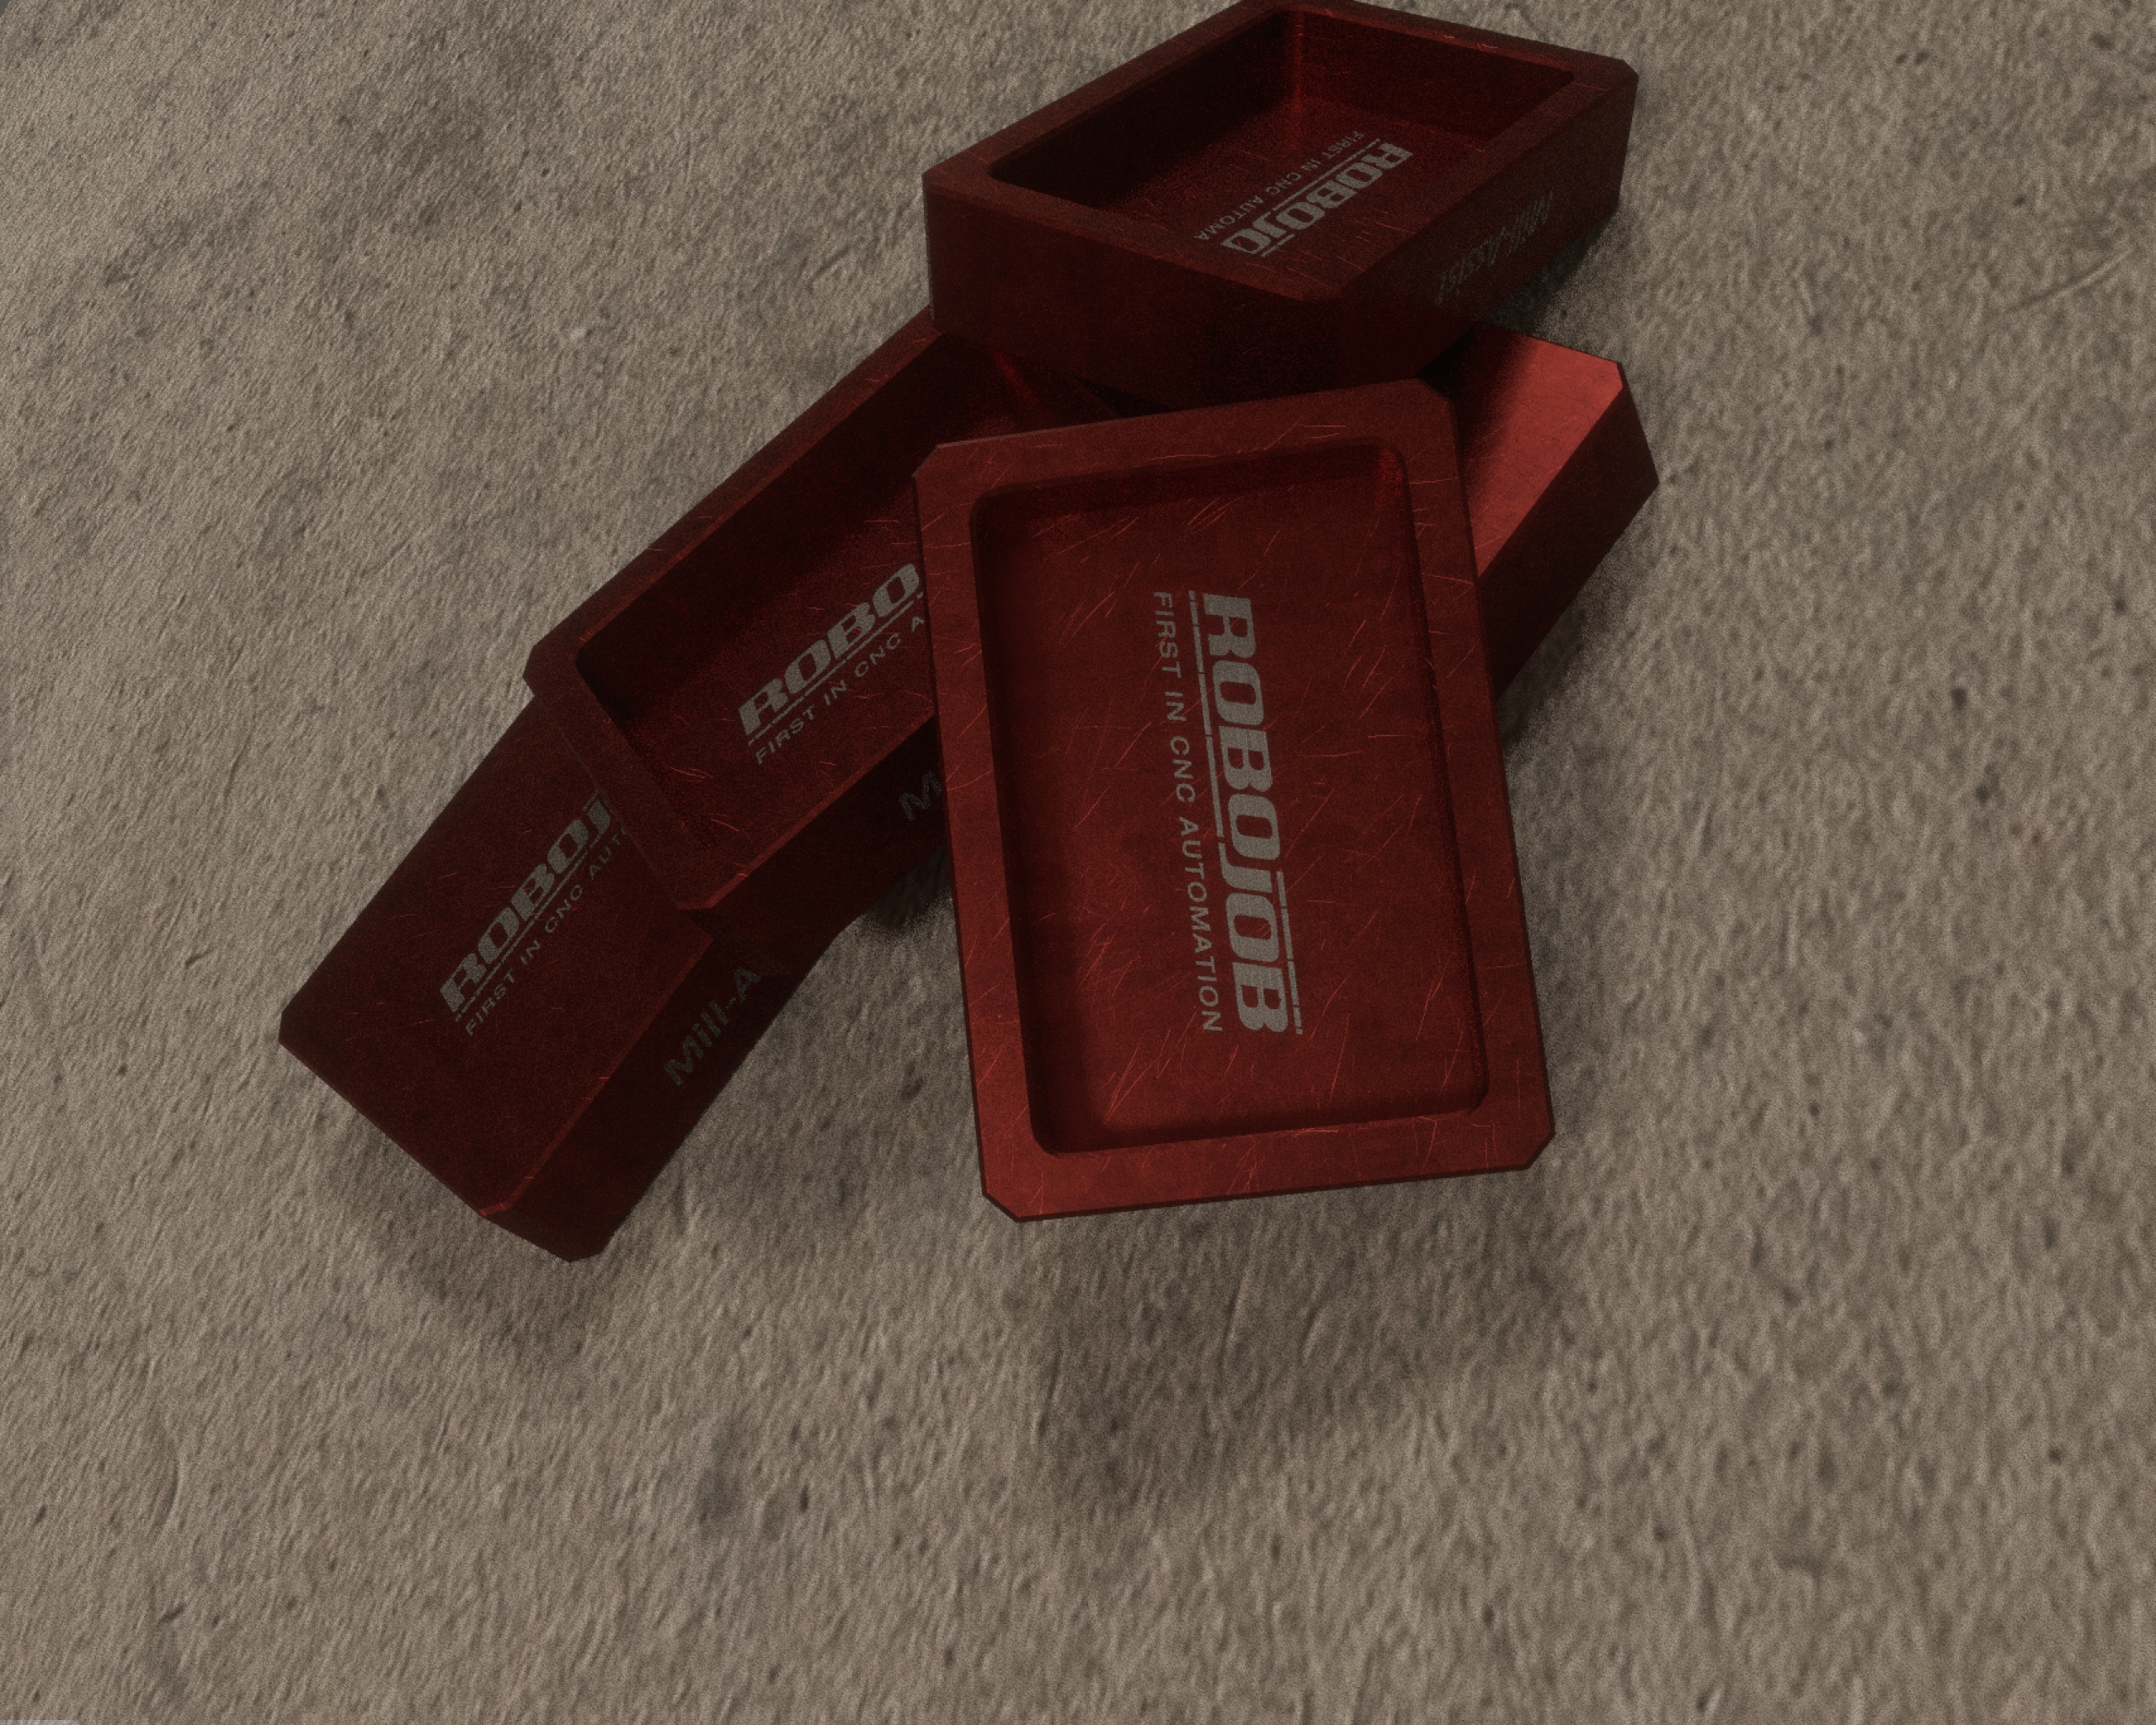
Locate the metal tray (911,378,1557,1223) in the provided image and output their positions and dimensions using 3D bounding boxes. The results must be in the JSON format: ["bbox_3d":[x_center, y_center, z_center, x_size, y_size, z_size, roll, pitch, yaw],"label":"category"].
[{"bbox_3d":[0.025,-0.009,0.350,0.090,0.030,0.129,-7,82,5],"label":"metal tray"}]

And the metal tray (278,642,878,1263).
[{"bbox_3d":[-0.100,0.008,0.447,0.090,0.030,0.130,27,76,37],"label":"metal tray"}]

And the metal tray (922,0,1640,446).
[{"bbox_3d":[0.043,-0.134,0.417,0.090,0.030,0.131,25,47,26],"label":"metal tray"}]

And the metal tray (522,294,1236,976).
[{"bbox_3d":[-0.038,-0.051,0.413,0.130,0.030,0.090,-41,51,-1],"label":"metal tray"}]

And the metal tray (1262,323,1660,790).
[{"bbox_3d":[0.038,-0.075,0.427,0.130,0.030,0.090,30,78,37],"label":"metal tray"}]
